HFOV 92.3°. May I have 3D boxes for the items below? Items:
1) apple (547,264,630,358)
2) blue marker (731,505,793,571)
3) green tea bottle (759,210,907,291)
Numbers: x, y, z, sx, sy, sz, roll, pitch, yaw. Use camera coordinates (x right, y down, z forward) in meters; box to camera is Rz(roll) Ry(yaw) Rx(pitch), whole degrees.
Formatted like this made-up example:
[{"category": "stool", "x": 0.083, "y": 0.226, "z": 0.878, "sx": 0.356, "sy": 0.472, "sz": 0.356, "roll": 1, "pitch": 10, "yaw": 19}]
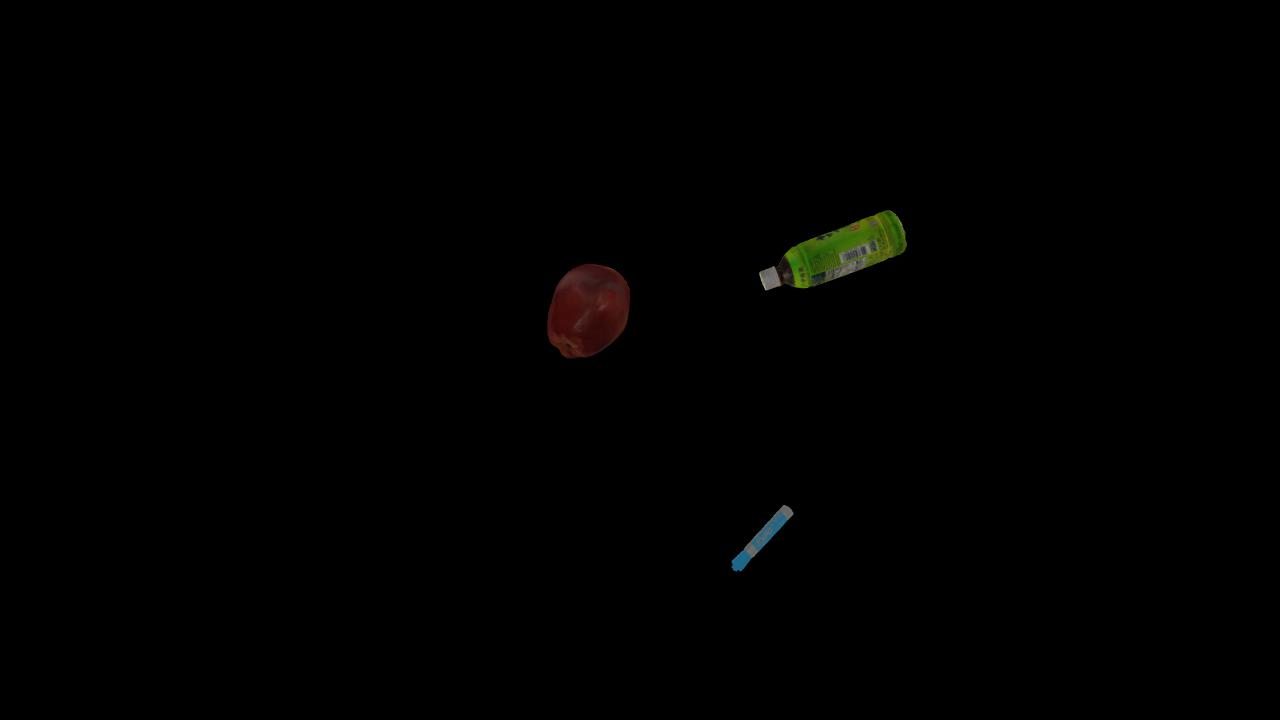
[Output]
[{"category": "apple", "x": -0.048, "y": -0.047, "z": 0.582, "sx": 0.079, "sy": 0.093, "sz": 0.079, "roll": 24, "pitch": -31, "yaw": 15}, {"category": "blue marker", "x": 0.171, "y": 0.251, "z": 0.866, "sx": 0.121, "sy": 0.020, "sz": 0.020, "roll": -39, "pitch": 17, "yaw": -23}, {"category": "green tea bottle", "x": 0.285, "y": -0.156, "z": 0.925, "sx": 0.212, "sy": 0.073, "sz": 0.073, "roll": -20, "pitch": -2, "yaw": 6}]
